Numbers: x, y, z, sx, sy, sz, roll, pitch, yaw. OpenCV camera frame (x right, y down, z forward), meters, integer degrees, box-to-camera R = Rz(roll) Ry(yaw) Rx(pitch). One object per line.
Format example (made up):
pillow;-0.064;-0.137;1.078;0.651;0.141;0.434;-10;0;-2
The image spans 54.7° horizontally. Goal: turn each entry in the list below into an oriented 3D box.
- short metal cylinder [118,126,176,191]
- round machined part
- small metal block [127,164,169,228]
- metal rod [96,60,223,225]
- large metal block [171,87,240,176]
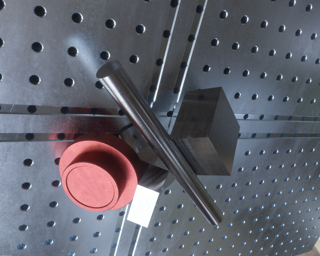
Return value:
short metal cylinder;-0.018;0.041;0.406;0.081;0.050;0.079;-14;124;-21
round machined part;-0.072;0.057;0.358;0.098;0.042;0.097;6;117;12
small metal block;-0.013;0.078;0.364;0.025;0.050;0.050;20;114;7
metal rod;0.018;0.041;0.377;0.025;0.025;0.300;-37;129;-3
large metal block;0.062;0.006;0.400;0.080;0.050;0.080;55;43;-39
